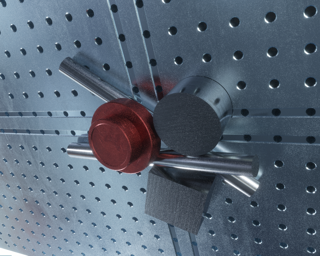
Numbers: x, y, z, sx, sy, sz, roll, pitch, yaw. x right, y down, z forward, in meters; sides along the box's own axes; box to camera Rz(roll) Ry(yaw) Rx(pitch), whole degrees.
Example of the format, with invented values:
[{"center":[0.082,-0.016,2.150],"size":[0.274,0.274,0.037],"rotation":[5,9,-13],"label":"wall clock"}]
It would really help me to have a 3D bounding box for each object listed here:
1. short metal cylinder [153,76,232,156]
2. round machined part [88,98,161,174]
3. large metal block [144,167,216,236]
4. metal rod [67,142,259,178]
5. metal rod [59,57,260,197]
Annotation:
[{"center":[0.039,-0.014,0.363],"size":[0.080,0.050,0.079],"rotation":[13,124,20],"label":"short metal cylinder"},{"center":[-0.051,0.015,0.391],"size":[0.098,0.042,0.097],"rotation":[14,117,29],"label":"round machined part"},{"center":[0.028,0.090,0.432],"size":[0.080,0.050,0.079],"rotation":[18,126,17],"label":"large metal block"},{"center":[-0.020,0.038,0.420],"size":[0.300,0.025,0.025],"rotation":[1,119,35],"label":"metal rod"},{"center":[-0.005,-0.005,0.410],"size":[0.301,0.025,0.025],"rotation":[33,129,5],"label":"metal rod"}]
